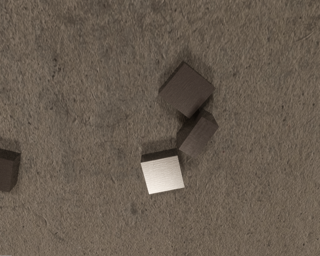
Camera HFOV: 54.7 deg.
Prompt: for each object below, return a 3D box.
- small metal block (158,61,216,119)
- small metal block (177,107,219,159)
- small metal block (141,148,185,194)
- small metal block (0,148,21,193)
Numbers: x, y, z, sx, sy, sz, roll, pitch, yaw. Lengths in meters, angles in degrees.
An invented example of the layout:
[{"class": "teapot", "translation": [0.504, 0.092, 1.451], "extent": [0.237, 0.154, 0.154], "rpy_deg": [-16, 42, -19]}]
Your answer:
[{"class": "small metal block", "translation": [0.033, -0.049, 0.392], "extent": [0.050, 0.025, 0.050], "rpy_deg": [37, 106, -13]}, {"class": "small metal block", "translation": [0.047, 0.004, 0.399], "extent": [0.025, 0.050, 0.050], "rpy_deg": [31, 107, -11]}, {"class": "small metal block", "translation": [0.004, 0.060, 0.432], "extent": [0.050, 0.025, 0.050], "rpy_deg": [-12, 110, 4]}, {"class": "small metal block", "translation": [-0.225, 0.056, 0.427], "extent": [0.050, 0.025, 0.050], "rpy_deg": [14, 109, -6]}]
